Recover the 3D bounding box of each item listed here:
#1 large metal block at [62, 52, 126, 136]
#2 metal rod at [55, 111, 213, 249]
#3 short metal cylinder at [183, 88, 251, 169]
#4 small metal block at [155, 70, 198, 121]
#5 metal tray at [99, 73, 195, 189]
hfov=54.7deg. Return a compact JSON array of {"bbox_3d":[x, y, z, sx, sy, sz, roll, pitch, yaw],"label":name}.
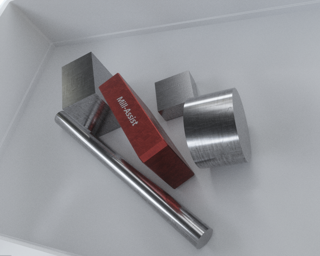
[{"bbox_3d":[-0.094,-0.047,0.444,0.050,0.080,0.080,-24,53,14],"label":"large metal block"},{"bbox_3d":[-0.055,0.048,0.402,0.300,0.025,0.025,32,80,37],"label":"metal rod"},{"bbox_3d":[0.063,0.001,0.334,0.050,0.080,0.080,-11,57,23],"label":"short metal cylinder"},{"bbox_3d":[0.023,-0.044,0.416,0.050,0.025,0.050,-18,55,17],"label":"small metal block"},{"bbox_3d":[-0.017,0.002,0.367,0.030,0.090,0.130,-37,51,3],"label":"metal tray"}]
